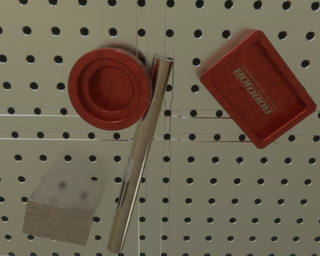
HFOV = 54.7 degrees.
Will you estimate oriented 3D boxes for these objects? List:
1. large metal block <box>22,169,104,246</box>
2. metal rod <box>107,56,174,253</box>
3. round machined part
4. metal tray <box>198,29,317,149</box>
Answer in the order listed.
[{"bbox_3d":[-0.127,0.105,0.421,0.081,0.080,0.050,14,109,-6],"label":"large metal block"},{"bbox_3d":[-0.032,0.050,0.431,0.025,0.025,0.298,13,109,-5],"label":"metal rod"},{"bbox_3d":[-0.058,-0.049,0.380,0.099,0.042,0.097,3,109,8],"label":"round machined part"},{"bbox_3d":[0.123,-0.047,0.395,0.090,0.030,0.130,-40,106,13],"label":"metal tray"}]
